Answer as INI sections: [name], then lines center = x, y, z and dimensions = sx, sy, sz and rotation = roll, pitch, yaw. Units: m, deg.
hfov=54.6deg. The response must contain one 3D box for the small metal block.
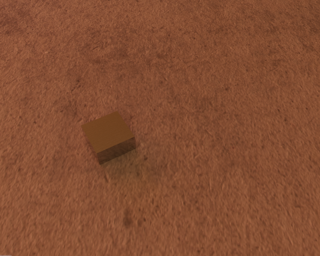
[small metal block]
center = -0.065, 0.012, 0.393
dimensions = 0.050, 0.025, 0.050
rotation = -24, 54, -19
